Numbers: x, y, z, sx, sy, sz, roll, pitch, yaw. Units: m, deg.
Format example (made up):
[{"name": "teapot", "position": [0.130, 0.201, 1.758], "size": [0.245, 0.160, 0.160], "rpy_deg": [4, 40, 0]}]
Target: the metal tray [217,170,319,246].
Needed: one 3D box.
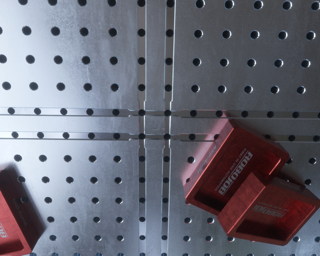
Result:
[{"name": "metal tray", "position": [0.153, 0.115, 0.429], "size": [0.131, 0.030, 0.090], "rpy_deg": [21, 110, -32]}]

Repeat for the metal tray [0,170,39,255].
[{"name": "metal tray", "position": [-0.249, 0.134, 0.456], "size": [0.090, 0.030, 0.129], "rpy_deg": [-14, 110, 4]}]

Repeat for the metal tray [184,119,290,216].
[{"name": "metal tray", "position": [0.104, 0.064, 0.435], "size": [0.090, 0.030, 0.129], "rpy_deg": [27, 108, -10]}]
